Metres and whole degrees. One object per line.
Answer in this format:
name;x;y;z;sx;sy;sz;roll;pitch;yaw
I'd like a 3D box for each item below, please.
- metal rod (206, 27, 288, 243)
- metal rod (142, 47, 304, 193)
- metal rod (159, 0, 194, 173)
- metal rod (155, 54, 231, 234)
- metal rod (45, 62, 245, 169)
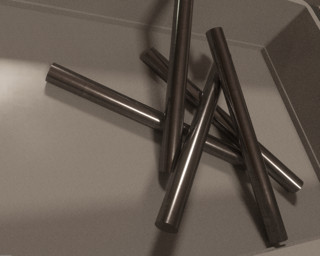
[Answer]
metal rod;0.116;0.003;0.425;0.025;0.025;0.299;-10;80;-33
metal rod;0.094;-0.012;0.465;0.300;0.025;0.025;42;51;0
metal rod;0.025;-0.094;0.397;0.025;0.025;0.298;8;84;-25
metal rod;0.055;-0.007;0.407;0.025;0.025;0.301;31;52;-9
metal rod;0.000;-0.008;0.412;0.302;0.025;0.025;24;53;-14
